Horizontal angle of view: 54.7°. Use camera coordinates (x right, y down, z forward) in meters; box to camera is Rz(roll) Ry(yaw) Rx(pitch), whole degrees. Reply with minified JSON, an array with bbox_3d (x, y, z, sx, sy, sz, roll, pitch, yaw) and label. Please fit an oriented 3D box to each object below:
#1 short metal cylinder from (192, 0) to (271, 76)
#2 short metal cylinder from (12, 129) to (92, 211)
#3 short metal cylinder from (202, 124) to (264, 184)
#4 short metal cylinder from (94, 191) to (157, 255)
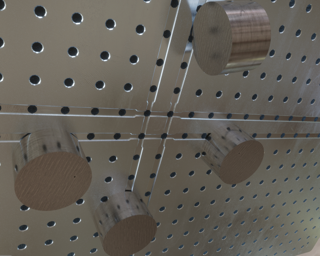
[{"bbox_3d":[0.079,-0.103,0.355,0.050,0.080,0.079,-12,124,-22],"label":"short metal cylinder"},{"bbox_3d":[-0.125,0.047,0.356,0.081,0.050,0.079,-14,124,-21],"label":"short metal cylinder"},{"bbox_3d":[0.113,0.040,0.481,0.081,0.050,0.079,-14,124,-21],"label":"short metal cylinder"},{"bbox_3d":[-0.051,0.141,0.454,0.081,0.050,0.079,-14,124,-21],"label":"short metal cylinder"}]
